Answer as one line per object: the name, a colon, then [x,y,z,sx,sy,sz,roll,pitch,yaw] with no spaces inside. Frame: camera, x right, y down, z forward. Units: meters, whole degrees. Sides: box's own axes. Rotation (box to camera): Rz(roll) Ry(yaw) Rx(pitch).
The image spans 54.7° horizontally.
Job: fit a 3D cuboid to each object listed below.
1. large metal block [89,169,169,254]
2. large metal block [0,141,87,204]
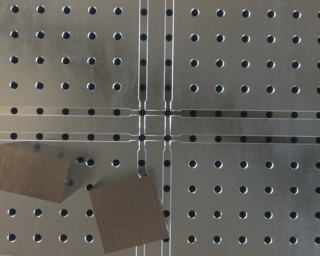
large metal block: [-0.038,0.105,0.401,0.080,0.050,0.080,-14,90,-1]
large metal block: [-0.145,0.051,0.384,0.080,0.080,0.050,13,90,-1]
